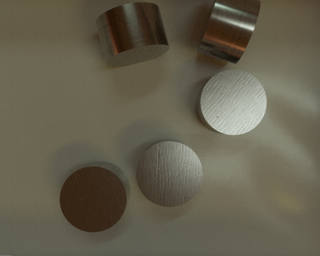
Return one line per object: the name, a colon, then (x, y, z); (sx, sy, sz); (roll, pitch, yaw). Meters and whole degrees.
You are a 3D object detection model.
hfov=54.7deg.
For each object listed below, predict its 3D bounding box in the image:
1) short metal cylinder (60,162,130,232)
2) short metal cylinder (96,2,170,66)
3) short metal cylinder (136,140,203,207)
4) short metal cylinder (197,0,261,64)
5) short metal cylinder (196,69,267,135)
short metal cylinder: (-0.081, 0.086, 0.398); (0.081, 0.050, 0.079); (0, 90, -1)
short metal cylinder: (-0.033, -0.113, 0.383); (0.080, 0.080, 0.050); (-14, 90, 0)
short metal cylinder: (0.011, 0.056, 0.399); (0.081, 0.050, 0.079); (0, 90, -1)
short metal cylinder: (0.083, -0.126, 0.385); (0.050, 0.080, 0.080); (18, 90, 0)
short metal cylinder: (0.089, -0.031, 0.400); (0.081, 0.050, 0.079); (0, 90, -1)
